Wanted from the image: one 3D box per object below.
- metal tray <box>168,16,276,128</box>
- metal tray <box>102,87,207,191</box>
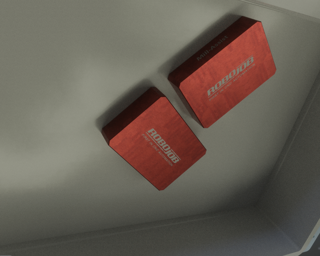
[{"bbox_3d":[0.085,-0.071,0.410,0.130,0.030,0.090,-39,130,-2],"label":"metal tray"},{"bbox_3d":[-0.003,0.019,0.417,0.090,0.030,0.130,-41,130,-1],"label":"metal tray"}]
